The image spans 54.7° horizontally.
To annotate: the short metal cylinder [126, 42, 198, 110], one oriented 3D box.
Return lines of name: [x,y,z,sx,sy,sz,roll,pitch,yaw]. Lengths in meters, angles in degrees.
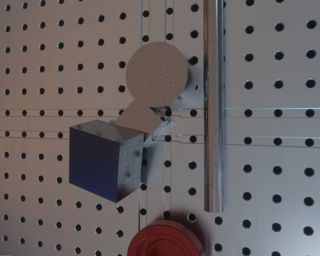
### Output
short metal cylinder: [0.003,-0.065,0.397,0.080,0.050,0.079,0,90,20]

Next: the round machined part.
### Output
round machined part: [0.011,0.167,0.399,0.098,0.042,0.097,0,90,19]

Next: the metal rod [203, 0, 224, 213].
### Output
metal rod: [0.067,-0.046,0.388,0.025,0.025,0.298,0,90,19]

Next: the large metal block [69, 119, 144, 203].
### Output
large metal block: [-0.071,0.040,0.408,0.080,0.050,0.079,15,110,27]

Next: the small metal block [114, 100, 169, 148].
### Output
small metal block: [-0.025,-0.008,0.420,0.050,0.025,0.050,45,104,14]
